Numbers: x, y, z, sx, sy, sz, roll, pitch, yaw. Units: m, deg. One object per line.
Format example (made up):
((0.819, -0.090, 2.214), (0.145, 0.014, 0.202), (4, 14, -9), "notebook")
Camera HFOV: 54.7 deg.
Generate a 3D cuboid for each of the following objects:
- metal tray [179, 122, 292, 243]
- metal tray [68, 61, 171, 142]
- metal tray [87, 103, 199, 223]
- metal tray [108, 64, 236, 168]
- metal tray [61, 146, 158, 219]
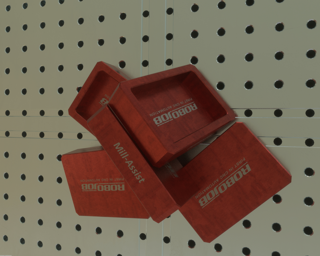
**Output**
((0.079, 0.065, 0.380), (0.130, 0.030, 0.090), (-43, 77, 14), "metal tray")
((-0.054, -0.020, 0.427), (0.130, 0.030, 0.090), (38, 102, 15), "metal tray")
((-0.015, 0.034, 0.350), (0.030, 0.090, 0.130), (-40, 78, 15), "metal tray")
((0.019, -0.021, 0.350), (0.090, 0.131, 0.030), (53, 134, 12), "metal tray")
((-0.066, 0.069, 0.407), (0.130, 0.030, 0.089), (-9, 98, 34), "metal tray")
